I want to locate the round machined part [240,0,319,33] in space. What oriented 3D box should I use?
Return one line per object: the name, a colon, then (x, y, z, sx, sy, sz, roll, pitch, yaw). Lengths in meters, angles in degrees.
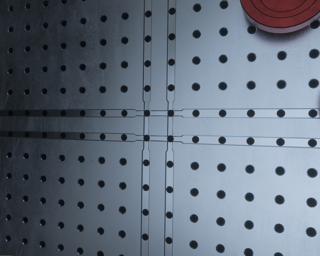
round machined part: (0.142, -0.157, 0.353, 0.098, 0.042, 0.097, 0, 90, 20)
